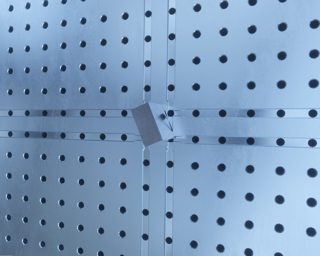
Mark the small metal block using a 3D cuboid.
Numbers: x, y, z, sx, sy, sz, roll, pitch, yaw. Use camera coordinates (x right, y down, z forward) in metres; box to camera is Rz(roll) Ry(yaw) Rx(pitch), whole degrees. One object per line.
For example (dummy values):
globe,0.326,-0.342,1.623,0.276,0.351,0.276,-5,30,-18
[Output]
small metal block,-0.008,-0.004,0.402,0.025,0.050,0.050,-24,83,18
